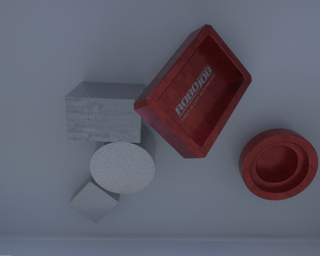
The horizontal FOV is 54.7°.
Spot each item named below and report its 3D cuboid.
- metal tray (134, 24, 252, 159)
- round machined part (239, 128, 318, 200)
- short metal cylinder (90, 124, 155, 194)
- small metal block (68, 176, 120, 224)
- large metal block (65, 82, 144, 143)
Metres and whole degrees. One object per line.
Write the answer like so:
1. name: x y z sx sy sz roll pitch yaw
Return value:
1. metal tray: 0.042 -0.041 0.349 0.090 0.030 0.130 45 64 -19
2. round machined part: 0.156 0.046 0.421 0.099 0.042 0.097 0 110 -1
3. short metal cylinder: -0.046 0.039 0.406 0.081 0.050 0.079 0 119 0
4. small metal block: -0.094 0.102 0.448 0.050 0.025 0.050 40 105 -14
5. large metal block: -0.061 -0.022 0.373 0.081 0.080 0.050 2 110 -1
